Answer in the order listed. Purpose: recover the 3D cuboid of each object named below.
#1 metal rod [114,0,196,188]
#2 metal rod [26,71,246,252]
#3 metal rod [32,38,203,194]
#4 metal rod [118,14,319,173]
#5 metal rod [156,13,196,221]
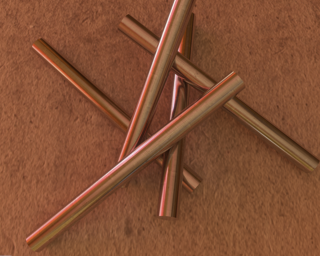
[{"bbox_3d":[0.000,-0.071,0.370,0.025,0.025,0.298,21,95,7],"label":"metal rod"},{"bbox_3d":[-0.028,0.039,0.355,0.300,0.025,0.025,-39,75,1],"label":"metal rod"},{"bbox_3d":[-0.065,-0.023,0.415,0.300,0.025,0.025,41,75,13],"label":"metal rod"},{"bbox_3d":[0.074,-0.043,0.394,0.301,0.025,0.025,37,74,0],"label":"metal rod"},{"bbox_3d":[0.025,-0.035,0.403,0.025,0.025,0.299,6,63,2],"label":"metal rod"}]
